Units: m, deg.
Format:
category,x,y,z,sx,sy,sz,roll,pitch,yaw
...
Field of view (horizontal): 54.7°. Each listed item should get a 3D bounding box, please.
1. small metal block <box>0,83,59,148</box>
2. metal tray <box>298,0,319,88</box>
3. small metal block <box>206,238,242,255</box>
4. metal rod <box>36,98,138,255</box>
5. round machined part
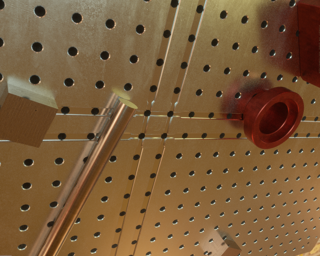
category,x,y,z,sx,sy,sz,roll,pitch,yaw
small metal block,-0.143,-0.012,0.325,0.050,0.025,0.050,21,107,-36
metal tray,0.239,-0.111,0.430,0.030,0.090,0.130,-31,129,-9
small metal block,0.134,0.260,0.645,0.050,0.025,0.050,29,102,-38
metal rod,-0.110,0.095,0.409,0.025,0.025,0.298,19,108,-36
round machined part,0.170,-0.019,0.481,0.099,0.042,0.097,-14,124,-21
